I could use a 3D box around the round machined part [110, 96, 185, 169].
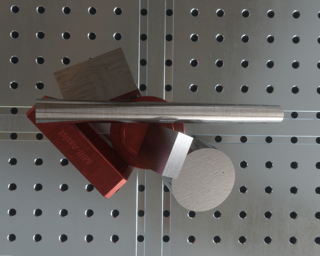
[{"bbox_3d":[-0.017,0.006,0.407,0.099,0.042,0.097,0,90,-1],"label":"round machined part"}]

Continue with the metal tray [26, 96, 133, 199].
[{"bbox_3d":[-0.092,0.021,0.379,0.030,0.090,0.130,-44,91,0],"label":"metal tray"}]

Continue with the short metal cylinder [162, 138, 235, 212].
[{"bbox_3d":[0.046,0.057,0.389,0.081,0.050,0.079,-4,103,-15],"label":"short metal cylinder"}]

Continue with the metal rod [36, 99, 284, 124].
[{"bbox_3d":[0.016,-0.018,0.366,0.303,0.025,0.025,0,90,-20],"label":"metal rod"}]

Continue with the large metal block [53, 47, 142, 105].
[{"bbox_3d":[-0.072,-0.053,0.383,0.080,0.080,0.050,-21,90,0],"label":"large metal block"}]

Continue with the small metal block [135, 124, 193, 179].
[{"bbox_3d":[0.004,0.025,0.357,0.025,0.050,0.050,23,87,-43],"label":"small metal block"}]
